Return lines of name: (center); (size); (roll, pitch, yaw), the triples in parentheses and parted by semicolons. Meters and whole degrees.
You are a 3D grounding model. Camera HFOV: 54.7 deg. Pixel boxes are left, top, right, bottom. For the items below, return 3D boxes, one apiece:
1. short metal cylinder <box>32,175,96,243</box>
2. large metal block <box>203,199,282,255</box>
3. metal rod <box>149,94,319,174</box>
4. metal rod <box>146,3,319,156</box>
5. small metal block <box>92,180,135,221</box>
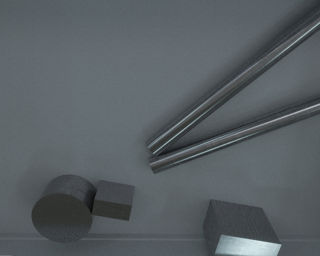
short metal cylinder: (-0.131, 0.113, 0.438); (0.081, 0.050, 0.079); (0, 110, -1)
large metal block: (0.111, 0.151, 0.439); (0.081, 0.080, 0.050); (11, 110, -5)
metal rod: (0.129, -0.001, 0.412); (0.301, 0.025, 0.025); (-21, 109, 7)
metal rod: (0.103, -0.063, 0.389); (0.300, 0.025, 0.025); (-39, 106, 12)
small metal block: (-0.064, 0.101, 0.434); (0.050, 0.050, 0.025); (11, 110, -5)
